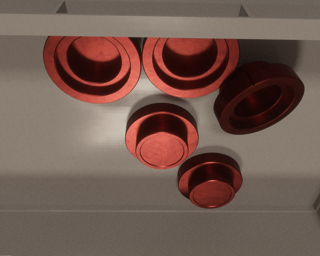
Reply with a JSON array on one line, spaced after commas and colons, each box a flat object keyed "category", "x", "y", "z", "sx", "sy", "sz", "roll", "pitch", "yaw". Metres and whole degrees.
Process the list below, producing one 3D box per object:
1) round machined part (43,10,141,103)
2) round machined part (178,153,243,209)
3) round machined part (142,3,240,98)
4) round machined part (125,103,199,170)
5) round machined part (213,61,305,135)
[{"category": "round machined part", "x": -0.069, "y": -0.077, "z": 0.331, "sx": 0.099, "sy": 0.042, "sz": 0.097, "roll": -1, "pitch": 130, "yaw": 0}, {"category": "round machined part", "x": 0.077, "y": 0.086, "z": 0.473, "sx": 0.099, "sy": 0.042, "sz": 0.097, "roll": -1, "pitch": 130, "yaw": 0}, {"category": "round machined part", "x": 0.031, "y": -0.083, "z": 0.328, "sx": 0.099, "sy": 0.042, "sz": 0.097, "roll": -1, "pitch": 130, "yaw": 0}, {"category": "round machined part", "x": 0.002, "y": 0.018, "z": 0.413, "sx": 0.099, "sy": 0.042, "sz": 0.097, "roll": -1, "pitch": 130, "yaw": 0}, {"category": "round machined part", "x": 0.107, "y": -0.038, "z": 0.354, "sx": 0.099, "sy": 0.042, "sz": 0.098, "roll": -13, "pitch": 146, "yaw": -9}]
